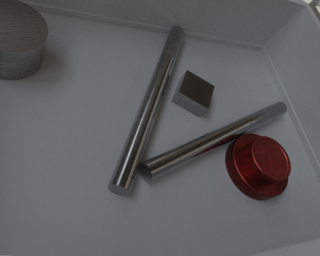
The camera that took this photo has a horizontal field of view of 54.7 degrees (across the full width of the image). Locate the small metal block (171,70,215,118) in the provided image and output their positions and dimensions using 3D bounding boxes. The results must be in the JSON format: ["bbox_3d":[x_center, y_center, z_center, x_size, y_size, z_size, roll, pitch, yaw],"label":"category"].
[{"bbox_3d":[0.050,-0.052,0.466,0.050,0.025,0.050,29,52,-10],"label":"small metal block"}]

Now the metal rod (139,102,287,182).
[{"bbox_3d":[0.097,0.009,0.454,0.302,0.025,0.025,-21,73,-36],"label":"metal rod"}]

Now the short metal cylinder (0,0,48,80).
[{"bbox_3d":[-0.175,-0.103,0.358,0.081,0.050,0.080,14,56,-21],"label":"short metal cylinder"}]

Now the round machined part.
[{"bbox_3d":[0.147,0.051,0.445,0.099,0.042,0.098,14,56,-21],"label":"round machined part"}]

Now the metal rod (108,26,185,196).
[{"bbox_3d":[-0.008,-0.046,0.430,0.025,0.025,0.300,27,52,-12],"label":"metal rod"}]
